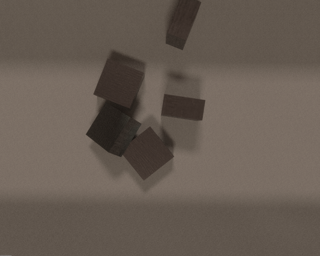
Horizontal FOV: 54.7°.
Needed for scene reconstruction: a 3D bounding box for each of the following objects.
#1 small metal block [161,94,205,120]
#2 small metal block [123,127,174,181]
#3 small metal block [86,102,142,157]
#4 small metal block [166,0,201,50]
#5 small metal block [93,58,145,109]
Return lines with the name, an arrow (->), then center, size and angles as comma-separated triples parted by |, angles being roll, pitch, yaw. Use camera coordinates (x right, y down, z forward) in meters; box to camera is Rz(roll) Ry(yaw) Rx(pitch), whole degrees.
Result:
small metal block -> 0.028, -0.025, 0.399 | 0.050, 0.050, 0.025 | 8, 90, -1
small metal block -> -0.017, 0.033, 0.411 | 0.050, 0.025, 0.050 | -39, 91, 0
small metal block -> -0.060, 0.002, 0.398 | 0.050, 0.025, 0.050 | 31, 90, 36
small metal block -> 0.029, -0.134, 0.399 | 0.025, 0.050, 0.050 | 22, 90, 0
small metal block -> -0.053, -0.057, 0.411 | 0.050, 0.025, 0.050 | 21, 90, -1
